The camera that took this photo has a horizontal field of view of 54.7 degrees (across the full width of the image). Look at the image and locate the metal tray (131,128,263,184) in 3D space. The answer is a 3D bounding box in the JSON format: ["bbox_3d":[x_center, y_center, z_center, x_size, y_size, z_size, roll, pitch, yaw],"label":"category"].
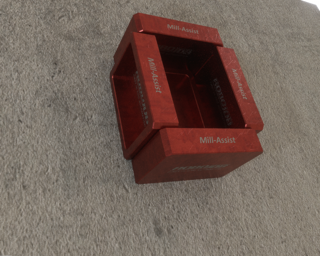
[{"bbox_3d":[0.043,0.034,0.367,0.131,0.090,0.030,1,62,-28],"label":"metal tray"}]

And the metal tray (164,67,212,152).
[{"bbox_3d":[0.016,-0.023,0.426,0.091,0.030,0.130,1,61,-28],"label":"metal tray"}]

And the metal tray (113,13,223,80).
[{"bbox_3d":[0.011,-0.107,0.436,0.131,0.090,0.030,1,62,-28],"label":"metal tray"}]

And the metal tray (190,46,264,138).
[{"bbox_3d":[0.083,-0.036,0.432,0.030,0.090,0.130,1,61,-28],"label":"metal tray"}]

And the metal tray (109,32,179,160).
[{"bbox_3d":[-0.025,-0.037,0.374,0.030,0.090,0.130,1,61,-28],"label":"metal tray"}]
